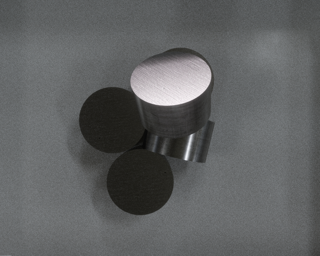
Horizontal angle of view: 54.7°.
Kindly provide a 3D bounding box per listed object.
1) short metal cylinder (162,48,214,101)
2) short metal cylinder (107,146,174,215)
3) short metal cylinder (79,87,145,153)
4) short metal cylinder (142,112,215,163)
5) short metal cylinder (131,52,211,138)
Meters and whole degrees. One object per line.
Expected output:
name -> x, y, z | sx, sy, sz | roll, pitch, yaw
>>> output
short metal cylinder -> 0.025, -0.057, 0.398 | 0.081, 0.050, 0.079 | 0, 90, -1
short metal cylinder -> -0.024, 0.065, 0.397 | 0.081, 0.050, 0.079 | 0, 90, -1
short metal cylinder -> -0.057, -0.010, 0.396 | 0.081, 0.050, 0.079 | 0, 90, -1
short metal cylinder -> 0.023, 0.009, 0.383 | 0.080, 0.080, 0.050 | 13, 90, -1
short metal cylinder -> 0.013, -0.036, 0.327 | 0.080, 0.050, 0.080 | -4, 50, 5
